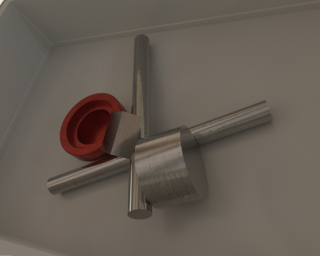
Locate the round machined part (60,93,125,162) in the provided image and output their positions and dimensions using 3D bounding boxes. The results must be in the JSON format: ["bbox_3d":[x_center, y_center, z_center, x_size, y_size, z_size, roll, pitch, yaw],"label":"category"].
[{"bbox_3d":[-0.087,0.002,0.436,0.098,0.042,0.098,-13,56,20],"label":"round machined part"}]

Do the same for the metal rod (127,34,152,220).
[{"bbox_3d":[-0.025,-0.027,0.409,0.025,0.025,0.300,-18,48,18],"label":"metal rod"}]

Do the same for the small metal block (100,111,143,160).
[{"bbox_3d":[-0.047,0.008,0.369,0.050,0.025,0.050,2,76,66],"label":"small metal block"}]

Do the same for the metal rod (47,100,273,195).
[{"bbox_3d":[-0.012,0.030,0.390,0.301,0.025,0.025,-20,54,15],"label":"metal rod"}]

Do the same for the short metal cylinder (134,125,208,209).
[{"bbox_3d":[0.014,0.042,0.334,0.050,0.080,0.080,-18,55,18],"label":"short metal cylinder"}]
